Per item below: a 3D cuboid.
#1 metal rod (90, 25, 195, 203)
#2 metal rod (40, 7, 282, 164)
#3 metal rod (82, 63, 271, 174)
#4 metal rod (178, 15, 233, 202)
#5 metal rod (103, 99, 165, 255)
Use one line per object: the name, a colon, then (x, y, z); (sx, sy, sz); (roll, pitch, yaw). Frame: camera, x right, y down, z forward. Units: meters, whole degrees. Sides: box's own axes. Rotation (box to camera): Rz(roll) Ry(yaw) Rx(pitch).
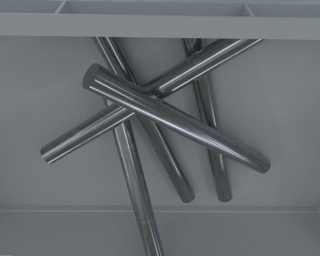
metal rod: (-0.008, 0.005, 0.413); (0.025, 0.025, 0.299); (-16, 129, 13)
metal rod: (-0.015, -0.035, 0.341); (0.300, 0.025, 0.025); (-29, 125, 19)
metal rod: (0.046, 0.005, 0.365); (0.301, 0.025, 0.025); (25, 127, -38)
metal rod: (0.068, 0.000, 0.409); (0.025, 0.025, 0.299); (-11, 130, 9)
metal rod: (-0.024, 0.100, 0.410); (0.025, 0.025, 0.298); (-11, 104, 9)
